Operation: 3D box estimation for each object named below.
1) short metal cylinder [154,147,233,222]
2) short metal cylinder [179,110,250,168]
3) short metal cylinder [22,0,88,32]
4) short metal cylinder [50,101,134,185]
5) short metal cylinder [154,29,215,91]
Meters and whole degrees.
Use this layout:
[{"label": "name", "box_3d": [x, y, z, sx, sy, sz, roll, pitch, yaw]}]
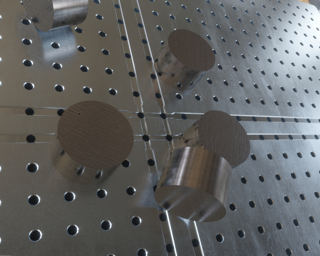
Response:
[{"label": "short metal cylinder", "box_3d": [0.039, 0.066, 0.355, 0.080, 0.080, 0.050, 29, 52, -11]}, {"label": "short metal cylinder", "box_3d": [0.073, 0.023, 0.420, 0.081, 0.050, 0.080, 14, 56, -21]}, {"label": "short metal cylinder", "box_3d": [-0.139, -0.171, 0.403, 0.050, 0.080, 0.080, -31, 79, -38]}, {"label": "short metal cylinder", "box_3d": [-0.076, 0.017, 0.342, 0.081, 0.050, 0.080, 14, 56, -21]}, {"label": "short metal cylinder", "box_3d": [0.037, -0.105, 0.478, 0.081, 0.050, 0.080, 14, 56, -21]}]
